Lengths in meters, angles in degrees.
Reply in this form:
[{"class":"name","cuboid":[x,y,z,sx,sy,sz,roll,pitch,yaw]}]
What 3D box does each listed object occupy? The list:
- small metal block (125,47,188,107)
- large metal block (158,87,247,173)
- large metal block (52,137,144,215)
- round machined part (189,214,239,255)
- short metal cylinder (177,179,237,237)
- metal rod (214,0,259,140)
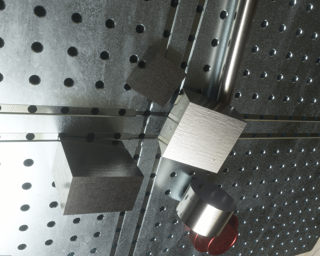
[{"class":"small metal block","cuboid":[-0.004,-0.060,0.372,0.050,0.025,0.050,28,103,-38]},{"class":"large metal block","cuboid":[0.053,0.004,0.409,0.081,0.050,0.079,19,113,-17]},{"class":"large metal block","cuboid":[-0.077,0.054,0.367,0.081,0.080,0.050,5,116,-31]},{"class":"round machined part","cuboid":[0.108,0.199,0.582,0.099,0.042,0.097,-14,124,-21]},{"class":"short metal cylinder","cuboid":[0.073,0.126,0.493,0.081,0.080,0.050,14,111,-34]},{"class":"metal rod","cuboid":[0.094,-0.078,0.414,0.025,0.025,0.298,-6,121,-26]}]
